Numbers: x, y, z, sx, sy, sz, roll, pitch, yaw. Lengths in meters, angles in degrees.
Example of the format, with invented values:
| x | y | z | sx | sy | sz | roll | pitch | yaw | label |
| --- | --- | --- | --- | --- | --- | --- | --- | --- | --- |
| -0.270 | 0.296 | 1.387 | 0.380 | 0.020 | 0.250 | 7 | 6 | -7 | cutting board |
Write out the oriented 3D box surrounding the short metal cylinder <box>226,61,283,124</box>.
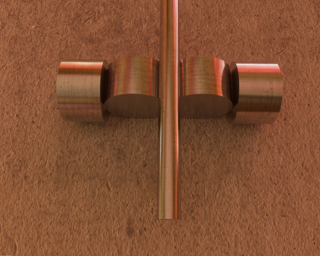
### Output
| x | y | z | sx | sy | sz | roll | pitch | yaw | label |
| --- | --- | --- | --- | --- | --- | --- | --- | --- | --- |
| 0.117 | -0.045 | 0.398 | 0.050 | 0.080 | 0.080 | 1 | 70 | 0 | short metal cylinder |

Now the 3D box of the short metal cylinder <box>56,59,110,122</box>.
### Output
| x | y | z | sx | sy | sz | roll | pitch | yaw | label |
| --- | --- | --- | --- | --- | --- | --- | --- | --- | --- |
| -0.094 | -0.047 | 0.397 | 0.050 | 0.080 | 0.080 | 1 | 70 | 0 | short metal cylinder |

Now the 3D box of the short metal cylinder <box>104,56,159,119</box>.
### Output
| x | y | z | sx | sy | sz | roll | pitch | yaw | label |
| --- | --- | --- | --- | --- | --- | --- | --- | --- | --- |
| -0.029 | -0.049 | 0.398 | 0.080 | 0.080 | 0.050 | 1 | 70 | 0 | short metal cylinder |

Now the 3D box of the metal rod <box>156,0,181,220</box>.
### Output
| x | y | z | sx | sy | sz | roll | pitch | yaw | label |
| --- | --- | --- | --- | --- | --- | --- | --- | --- | --- |
| 0.011 | -0.048 | 0.362 | 0.025 | 0.025 | 0.299 | 1 | 70 | 0 | metal rod |

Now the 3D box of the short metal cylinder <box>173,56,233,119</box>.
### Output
| x | y | z | sx | sy | sz | roll | pitch | yaw | label |
| --- | --- | --- | --- | --- | --- | --- | --- | --- | --- |
| 0.051 | -0.049 | 0.398 | 0.080 | 0.080 | 0.050 | 1 | 70 | 0 | short metal cylinder |
